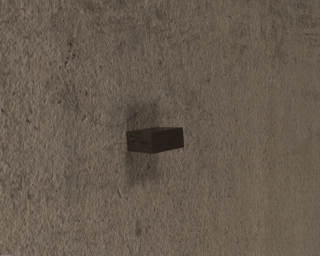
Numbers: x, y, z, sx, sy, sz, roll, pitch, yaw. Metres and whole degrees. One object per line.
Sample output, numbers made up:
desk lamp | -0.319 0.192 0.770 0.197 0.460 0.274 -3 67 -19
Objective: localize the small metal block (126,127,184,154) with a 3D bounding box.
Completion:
small metal block | -0.006 0.014 0.385 0.050 0.050 0.025 -9 96 -40
